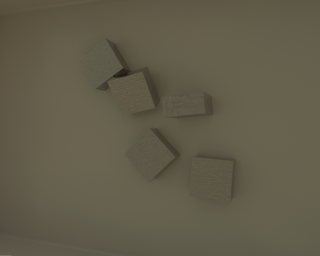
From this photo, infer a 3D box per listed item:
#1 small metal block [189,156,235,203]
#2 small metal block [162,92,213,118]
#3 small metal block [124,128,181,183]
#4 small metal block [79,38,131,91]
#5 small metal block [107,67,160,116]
[{"bbox_3d":[0.066,0.062,0.387,0.050,0.025,0.050,4,92,19],"label":"small metal block"},{"bbox_3d":[0.035,-0.027,0.384,0.050,0.050,0.025,-5,89,19],"label":"small metal block"},{"bbox_3d":[-0.010,0.036,0.413,0.050,0.025,0.050,-45,76,14],"label":"small metal block"},{"bbox_3d":[-0.078,-0.088,0.437,0.050,0.025,0.050,-33,79,16],"label":"small metal block"},{"bbox_3d":[-0.034,-0.048,0.411,0.050,0.025,0.050,-12,112,19],"label":"small metal block"}]
